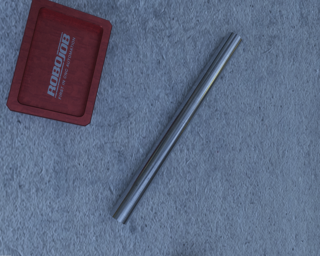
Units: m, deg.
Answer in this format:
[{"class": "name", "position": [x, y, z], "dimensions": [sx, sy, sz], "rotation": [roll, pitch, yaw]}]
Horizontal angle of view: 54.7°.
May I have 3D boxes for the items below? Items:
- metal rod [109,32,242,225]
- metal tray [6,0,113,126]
[{"class": "metal rod", "position": [0.027, -0.008, 0.420], "dimensions": [0.025, 0.025, 0.300], "rotation": [37, 78, -17]}, {"class": "metal tray", "position": [-0.115, -0.073, 0.363], "dimensions": [0.091, 0.030, 0.129], "rotation": [13, 86, -20]}]
